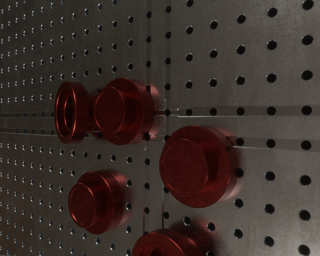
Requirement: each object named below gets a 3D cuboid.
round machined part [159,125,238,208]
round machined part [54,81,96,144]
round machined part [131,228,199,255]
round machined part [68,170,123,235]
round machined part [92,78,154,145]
[{"bbox_3d":[0.038,0.046,0.365,0.098,0.042,0.097,0,90,39],"label":"round machined part"},{"bbox_3d":[-0.132,-0.024,0.495,0.098,0.042,0.097,0,90,54],"label":"round machined part"},{"bbox_3d":[0.013,0.175,0.386,0.098,0.042,0.097,0,90,39],"label":"round machined part"},{"bbox_3d":[-0.106,0.117,0.483,0.098,0.042,0.097,0,90,39],"label":"round machined part"},{"bbox_3d":[-0.060,-0.024,0.445,0.098,0.042,0.097,0,90,39],"label":"round machined part"}]
